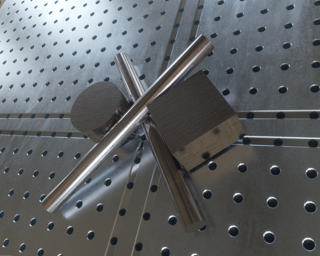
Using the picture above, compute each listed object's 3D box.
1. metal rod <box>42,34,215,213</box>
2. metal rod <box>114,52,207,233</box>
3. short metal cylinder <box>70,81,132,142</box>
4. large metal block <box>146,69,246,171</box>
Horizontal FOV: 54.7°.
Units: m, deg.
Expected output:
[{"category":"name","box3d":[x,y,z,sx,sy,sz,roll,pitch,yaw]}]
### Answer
[{"category":"metal rod","box3d":[-0.045,-0.001,0.401,0.300,0.025,0.025,-46,51,7]},{"category":"metal rod","box3d":[-0.013,-0.005,0.412,0.025,0.025,0.300,-31,52,8]},{"category":"short metal cylinder","box3d":[-0.078,-0.019,0.440,0.080,0.050,0.080,-13,56,21]},{"category":"large metal block","box3d":[0.042,-0.009,0.370,0.080,0.050,0.080,-33,52,6]}]
